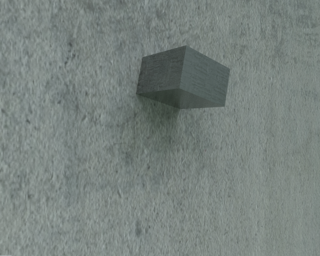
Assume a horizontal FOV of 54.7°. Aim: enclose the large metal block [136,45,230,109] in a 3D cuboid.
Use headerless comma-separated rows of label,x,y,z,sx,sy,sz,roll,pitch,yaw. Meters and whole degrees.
large metal block,0.029,-0.059,0.395,0.081,0.080,0.050,16,80,-39
